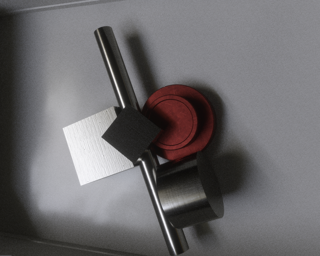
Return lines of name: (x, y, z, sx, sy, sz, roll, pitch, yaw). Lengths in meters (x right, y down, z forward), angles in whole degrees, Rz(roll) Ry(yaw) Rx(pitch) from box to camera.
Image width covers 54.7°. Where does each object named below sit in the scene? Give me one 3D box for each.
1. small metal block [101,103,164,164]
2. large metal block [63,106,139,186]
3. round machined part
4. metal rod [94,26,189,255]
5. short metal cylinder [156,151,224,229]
small metal block: (-0.032, 0.007, 0.368, 0.050, 0.025, 0.050, 38, 91, 8)
large metal block: (-0.072, 0.024, 0.417, 0.080, 0.050, 0.080, -21, 83, 18)
round machined part: (0.019, -0.007, 0.392, 0.098, 0.042, 0.097, 0, 90, 19)
metal rod: (-0.026, 0.011, 0.395, 0.025, 0.025, 0.299, -22, 83, 18)
short metal cylinder: (0.037, 0.073, 0.366, 0.050, 0.080, 0.080, -22, 83, 18)
